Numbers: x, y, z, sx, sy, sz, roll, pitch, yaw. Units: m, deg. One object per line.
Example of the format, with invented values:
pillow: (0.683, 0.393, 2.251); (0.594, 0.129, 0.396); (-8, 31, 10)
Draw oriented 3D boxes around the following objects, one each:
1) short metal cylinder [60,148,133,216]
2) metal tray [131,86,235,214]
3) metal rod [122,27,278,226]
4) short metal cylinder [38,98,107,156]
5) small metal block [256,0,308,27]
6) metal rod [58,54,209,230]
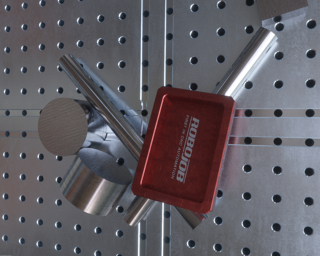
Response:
short metal cylinder: (-0.083, 0.070, 0.412); (0.080, 0.080, 0.050); (36, 102, 16)
metal tray: (0.029, 0.023, 0.354); (0.090, 0.030, 0.129); (11, 79, 17)
metal rod: (0.044, 0.007, 0.396); (0.025, 0.025, 0.299); (39, 102, 15)
short metal cylinder: (-0.124, -0.001, 0.442); (0.080, 0.050, 0.079); (0, 90, 19)
small metal block: (0.140, -0.154, 0.363); (0.050, 0.025, 0.050); (-14, 85, 19)
metal rod: (-0.046, 0.005, 0.409); (0.025, 0.025, 0.300); (-47, 69, 14)
